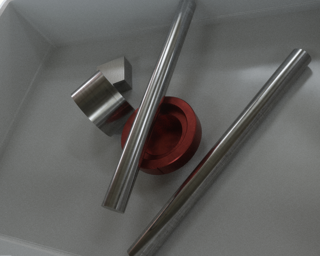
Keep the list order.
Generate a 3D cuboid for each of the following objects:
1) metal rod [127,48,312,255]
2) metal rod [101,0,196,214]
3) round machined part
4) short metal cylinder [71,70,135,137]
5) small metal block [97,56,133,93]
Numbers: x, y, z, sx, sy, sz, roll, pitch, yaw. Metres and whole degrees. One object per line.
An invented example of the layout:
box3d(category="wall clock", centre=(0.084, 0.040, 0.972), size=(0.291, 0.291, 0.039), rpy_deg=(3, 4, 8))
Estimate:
box3d(category="metal rod", centre=(0.071, 0.027, 0.350), size=(0.300, 0.025, 0.025), rpy_deg=(-49, 52, -7))
box3d(category="metal rod", centre=(-0.005, -0.045, 0.381), size=(0.025, 0.025, 0.300), rpy_deg=(4, 63, 30))
box3d(category="round machined part", centre=(0.005, 0.013, 0.383), size=(0.098, 0.042, 0.098), rpy_deg=(-13, 56, 20))
box3d(category="short metal cylinder", centre=(-0.076, -0.034, 0.429), size=(0.050, 0.080, 0.080), rpy_deg=(-42, 51, 0))
box3d(category="small metal block", centre=(-0.072, -0.080, 0.491), size=(0.050, 0.025, 0.050), rpy_deg=(-17, 55, 18))
